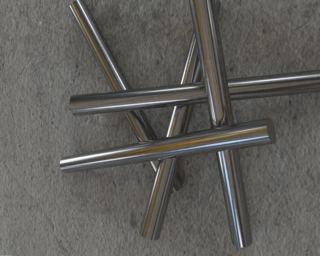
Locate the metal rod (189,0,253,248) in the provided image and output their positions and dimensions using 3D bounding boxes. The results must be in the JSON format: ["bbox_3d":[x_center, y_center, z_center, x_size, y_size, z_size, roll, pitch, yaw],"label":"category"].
[{"bbox_3d":[0.068,-0.004,0.337,0.025,0.025,0.298,-7,106,19],"label":"metal rod"}]

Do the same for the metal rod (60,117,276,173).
[{"bbox_3d":[-0.017,0.028,0.371,0.300,0.025,0.025,-12,86,35],"label":"metal rod"}]

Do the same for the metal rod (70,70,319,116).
[{"bbox_3d":[0.047,-0.040,0.355,0.302,0.025,0.025,-5,88,5],"label":"metal rod"}]

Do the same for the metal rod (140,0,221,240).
[{"bbox_3d":[0.026,-0.013,0.381,0.025,0.025,0.298,14,88,19],"label":"metal rod"}]

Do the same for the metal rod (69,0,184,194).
[{"bbox_3d":[-0.050,-0.048,0.425,0.025,0.025,0.299,-31,80,17],"label":"metal rod"}]
